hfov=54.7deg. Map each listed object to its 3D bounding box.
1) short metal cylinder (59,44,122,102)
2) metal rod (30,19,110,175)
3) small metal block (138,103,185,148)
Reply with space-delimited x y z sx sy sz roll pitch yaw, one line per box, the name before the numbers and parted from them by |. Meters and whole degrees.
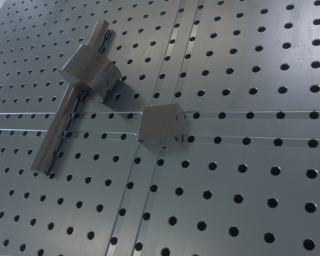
short metal cylinder | -0.108 -0.084 0.481 0.080 0.080 0.050 23 75 36
metal rod | -0.144 -0.065 0.523 0.025 0.025 0.300 2 62 29
small metal block | 0.003 -0.002 0.408 0.050 0.025 0.050 -6 59 25
